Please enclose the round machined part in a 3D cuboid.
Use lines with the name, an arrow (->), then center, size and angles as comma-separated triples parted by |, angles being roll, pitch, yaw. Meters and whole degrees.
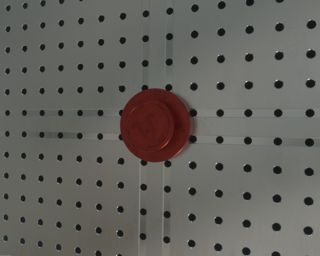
round machined part -> -0.009, -0.003, 0.405 | 0.098, 0.042, 0.097 | 0, 90, 19
